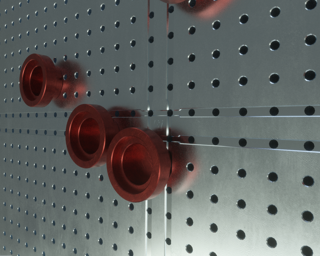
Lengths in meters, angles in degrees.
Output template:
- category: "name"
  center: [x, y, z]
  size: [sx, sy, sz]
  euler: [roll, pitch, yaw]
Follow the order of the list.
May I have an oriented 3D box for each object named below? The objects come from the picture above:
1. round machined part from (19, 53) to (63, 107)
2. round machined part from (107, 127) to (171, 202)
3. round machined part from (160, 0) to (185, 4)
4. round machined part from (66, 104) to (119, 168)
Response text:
- category: "round machined part"
  center: [-0.220, -0.087, 0.582]
  size: [0.098, 0.042, 0.097]
  euler: [0, 90, 40]
- category: "round machined part"
  center: [-0.024, 0.048, 0.419]
  size: [0.098, 0.042, 0.097]
  euler: [0, 90, 40]
- category: "round machined part"
  center: [0.025, -0.201, 0.379]
  size: [0.098, 0.042, 0.097]
  euler: [0, 90, 40]
- category: "round machined part"
  center: [-0.101, 0.012, 0.484]
  size: [0.098, 0.042, 0.097]
  euler: [0, 90, 40]
